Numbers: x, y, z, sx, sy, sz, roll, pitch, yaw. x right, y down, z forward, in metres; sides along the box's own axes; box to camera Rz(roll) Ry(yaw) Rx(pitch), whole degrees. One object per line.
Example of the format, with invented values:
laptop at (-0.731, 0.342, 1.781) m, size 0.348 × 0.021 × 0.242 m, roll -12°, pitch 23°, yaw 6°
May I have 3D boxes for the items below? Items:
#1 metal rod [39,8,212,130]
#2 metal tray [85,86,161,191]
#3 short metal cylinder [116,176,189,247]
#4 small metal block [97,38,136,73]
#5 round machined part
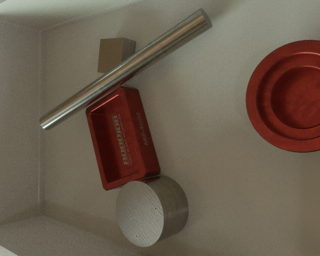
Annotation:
metal rod at (-0.065, -0.067, 0.427) m, size 0.300 × 0.025 × 0.025 m, roll -27°, pitch 73°, yaw 28°
metal tray at (-0.057, 0.016, 0.447) m, size 0.090 × 0.030 × 0.129 m, roll -25°, pitch 74°, yaw 36°
short metal cylinder at (-0.011, 0.104, 0.397) m, size 0.080 × 0.050 × 0.079 m, roll 0°, pitch 90°, yaw 39°
small metal block at (-0.064, -0.105, 0.458) m, size 0.050 × 0.025 × 0.050 m, roll 10°, pitch 97°, yaw 39°
round machined part at (0.134, -0.027, 0.284) m, size 0.098 × 0.042 × 0.097 m, roll 0°, pitch 90°, yaw 39°
